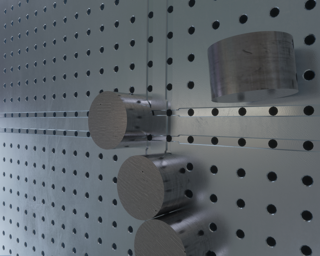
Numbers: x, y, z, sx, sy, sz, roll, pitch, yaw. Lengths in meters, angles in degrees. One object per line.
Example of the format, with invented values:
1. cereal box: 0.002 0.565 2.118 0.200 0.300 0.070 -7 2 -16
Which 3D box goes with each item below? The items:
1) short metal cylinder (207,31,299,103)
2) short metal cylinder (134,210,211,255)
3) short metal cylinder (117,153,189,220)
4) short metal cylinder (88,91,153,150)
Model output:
1. short metal cylinder: 0.088 -0.055 0.300 0.080 0.081 0.050 -7 86 40
2. short metal cylinder: 0.015 0.147 0.381 0.080 0.050 0.079 0 90 40
3. short metal cylinder: -0.010 0.073 0.401 0.080 0.050 0.079 0 90 40
4. short metal cylinder: -0.057 -0.011 0.440 0.080 0.050 0.079 0 90 40
